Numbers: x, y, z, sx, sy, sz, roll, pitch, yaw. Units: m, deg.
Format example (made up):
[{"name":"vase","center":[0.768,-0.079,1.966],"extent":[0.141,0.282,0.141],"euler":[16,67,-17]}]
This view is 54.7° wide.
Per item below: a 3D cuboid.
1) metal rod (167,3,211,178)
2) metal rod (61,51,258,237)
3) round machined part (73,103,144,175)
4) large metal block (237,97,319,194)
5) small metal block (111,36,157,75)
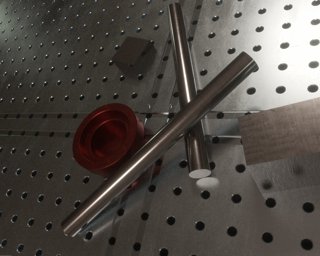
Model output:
[{"name":"metal rod","center":[0.035,-0.073,0.433],"extent":[0.025,0.025,0.299],"euler":[-17,55,18]},{"name":"metal rod","center":[-0.006,0.024,0.370],"extent":[0.300,0.025,0.025],"euler":[-43,51,8]},{"name":"round machined part","center":[-0.065,0.018,0.418],"extent":[0.098,0.042,0.098],"euler":[-13,56,20]},{"name":"large metal block","center":[0.126,0.020,0.294],"extent":[0.080,0.080,0.050],"euler":[-15,56,20]},{"name":"small metal block","center":[-0.042,-0.118,0.501],"extent":[0.050,0.025,0.050],"euler":[21,73,35]}]
